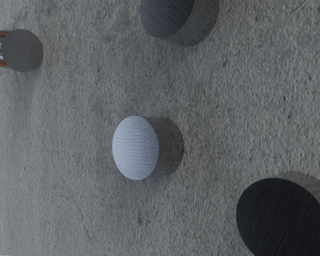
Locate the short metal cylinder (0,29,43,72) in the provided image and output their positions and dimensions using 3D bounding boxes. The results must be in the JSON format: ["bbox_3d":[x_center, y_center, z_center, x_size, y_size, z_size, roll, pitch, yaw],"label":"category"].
[{"bbox_3d":[-0.276,-0.150,0.597,0.050,0.081,0.079,14,99,39],"label":"short metal cylinder"}]

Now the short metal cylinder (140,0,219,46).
[{"bbox_3d":[0.023,-0.143,0.370,0.080,0.050,0.080,0,90,40],"label":"short metal cylinder"}]

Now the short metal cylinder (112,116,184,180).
[{"bbox_3d":[-0.016,0.025,0.402,0.080,0.050,0.080,0,90,40],"label":"short metal cylinder"}]

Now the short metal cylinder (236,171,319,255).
[{"bbox_3d":[0.120,0.083,0.290,0.080,0.050,0.080,0,90,40],"label":"short metal cylinder"}]
